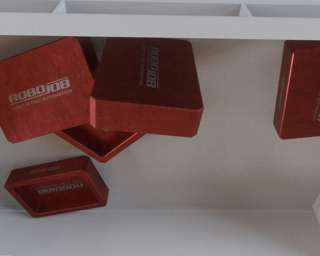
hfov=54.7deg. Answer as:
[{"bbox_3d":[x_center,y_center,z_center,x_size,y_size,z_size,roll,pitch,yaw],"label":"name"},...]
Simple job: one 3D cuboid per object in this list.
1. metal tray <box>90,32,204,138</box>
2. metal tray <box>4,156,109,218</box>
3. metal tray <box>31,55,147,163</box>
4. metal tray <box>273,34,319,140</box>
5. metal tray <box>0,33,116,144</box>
[{"bbox_3d":[-0.012,-0.048,0.299,0.091,0.130,0.030,6,130,-5],"label":"metal tray"},{"bbox_3d":[-0.157,0.094,0.483,0.131,0.030,0.090,-12,130,9],"label":"metal tray"},{"bbox_3d":[-0.090,-0.017,0.389,0.090,0.030,0.130,-36,122,26],"label":"metal tray"},{"bbox_3d":[0.191,-0.046,0.369,0.091,0.030,0.129,-6,130,4],"label":"metal tray"},{"bbox_3d":[-0.126,-0.041,0.344,0.130,0.030,0.090,-14,108,15],"label":"metal tray"}]
